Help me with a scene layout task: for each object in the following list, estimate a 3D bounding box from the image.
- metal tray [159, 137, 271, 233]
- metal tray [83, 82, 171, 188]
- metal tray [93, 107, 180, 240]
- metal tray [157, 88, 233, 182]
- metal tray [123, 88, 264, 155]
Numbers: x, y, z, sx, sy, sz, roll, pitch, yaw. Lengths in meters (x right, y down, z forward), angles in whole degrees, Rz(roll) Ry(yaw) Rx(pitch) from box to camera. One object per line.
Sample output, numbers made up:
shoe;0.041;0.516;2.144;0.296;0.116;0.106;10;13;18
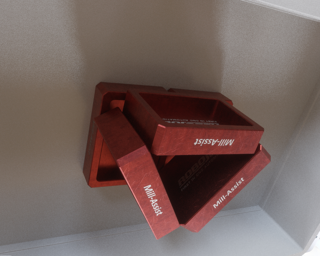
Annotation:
metal tray;0.060;0.053;0.390;0.130;0.090;0.030;-46;129;4
metal tray;-0.041;0.011;0.389;0.091;0.030;0.129;1;117;-28
metal tray;-0.025;0.051;0.343;0.030;0.090;0.129;-28;128;-10
metal tray;0.040;0.013;0.433;0.091;0.030;0.129;1;117;-29
metal tray;0.035;-0.008;0.339;0.131;0.090;0.030;2;118;-29
